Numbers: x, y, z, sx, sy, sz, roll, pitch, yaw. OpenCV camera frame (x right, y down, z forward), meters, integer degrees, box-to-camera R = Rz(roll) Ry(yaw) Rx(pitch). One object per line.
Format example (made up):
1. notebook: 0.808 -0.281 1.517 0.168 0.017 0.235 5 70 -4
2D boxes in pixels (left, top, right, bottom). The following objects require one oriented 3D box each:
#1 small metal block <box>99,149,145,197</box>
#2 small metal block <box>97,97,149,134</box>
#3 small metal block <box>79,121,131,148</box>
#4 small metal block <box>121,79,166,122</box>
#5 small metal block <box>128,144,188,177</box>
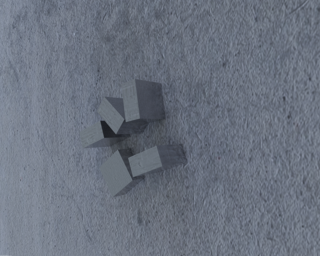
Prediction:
1. small metal block: -0.056 0.065 0.451 0.050 0.025 0.050 -43 64 31
2. small metal block: -0.050 -0.017 0.430 0.050 0.050 0.025 47 118 30
3. small metal block: -0.081 0.010 0.455 0.050 0.050 0.025 -24 75 37
4. small metal block: -0.021 -0.034 0.406 0.025 0.050 0.050 -12 82 39
5. small metal block: -0.003 0.041 0.391 0.050 0.050 0.025 -26 74 37
